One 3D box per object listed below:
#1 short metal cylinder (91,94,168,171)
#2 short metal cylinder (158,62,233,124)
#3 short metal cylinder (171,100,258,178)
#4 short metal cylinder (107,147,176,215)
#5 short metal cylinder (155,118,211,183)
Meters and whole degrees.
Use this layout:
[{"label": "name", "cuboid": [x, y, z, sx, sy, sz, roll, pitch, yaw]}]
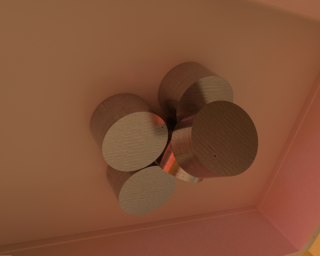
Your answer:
[{"label": "short metal cylinder", "cuboid": [-0.037, 0.005, 0.374, 0.081, 0.050, 0.079, -14, 125, -21]}, {"label": "short metal cylinder", "cuboid": [0.045, -0.037, 0.394, 0.081, 0.050, 0.079, -14, 125, -21]}, {"label": "short metal cylinder", "cuboid": [0.059, 0.015, 0.343, 0.081, 0.050, 0.080, 5, 77, -21]}, {"label": "short metal cylinder", "cuboid": [-0.026, 0.070, 0.421, 0.081, 0.050, 0.079, -14, 125, -21]}, {"label": "short metal cylinder", "cuboid": [0.034, 0.027, 0.409, 0.081, 0.080, 0.050, 14, 111, -34]}]
